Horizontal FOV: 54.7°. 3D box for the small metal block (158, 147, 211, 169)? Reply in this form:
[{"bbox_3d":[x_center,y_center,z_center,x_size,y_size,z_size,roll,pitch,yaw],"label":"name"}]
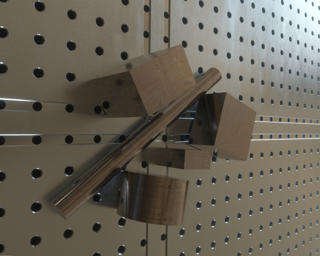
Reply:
[{"bbox_3d":[0.034,0.042,0.424,0.050,0.050,0.025,7,86,-40],"label":"small metal block"}]

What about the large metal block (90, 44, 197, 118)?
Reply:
[{"bbox_3d":[-0.019,-0.053,0.360,0.081,0.080,0.050,-35,112,-35],"label":"large metal block"}]

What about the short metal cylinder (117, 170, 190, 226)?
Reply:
[{"bbox_3d":[-0.007,0.081,0.368,0.081,0.080,0.050,15,81,-39],"label":"short metal cylinder"}]

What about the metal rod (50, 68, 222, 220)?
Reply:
[{"bbox_3d":[-0.010,0.002,0.402,0.302,0.025,0.025,-42,116,-32],"label":"metal rod"}]

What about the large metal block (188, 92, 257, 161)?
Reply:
[{"bbox_3d":[0.097,0.000,0.473,0.080,0.050,0.080,25,75,-38],"label":"large metal block"}]
